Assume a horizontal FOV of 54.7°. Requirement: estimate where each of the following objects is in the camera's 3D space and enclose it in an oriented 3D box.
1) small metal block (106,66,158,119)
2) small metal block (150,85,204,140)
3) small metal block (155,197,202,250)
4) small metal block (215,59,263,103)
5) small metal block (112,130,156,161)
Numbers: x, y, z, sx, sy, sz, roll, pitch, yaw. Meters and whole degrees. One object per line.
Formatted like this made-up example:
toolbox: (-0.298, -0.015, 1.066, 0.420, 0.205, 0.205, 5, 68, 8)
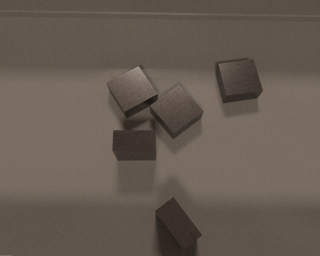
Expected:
small metal block: (-0.038, -0.049, 0.427, 0.050, 0.025, 0.050, -30, 73, -11)
small metal block: (0.022, -0.021, 0.418, 0.050, 0.025, 0.050, -37, 74, -13)
small metal block: (0.020, 0.110, 0.356, 0.025, 0.050, 0.050, -35, 74, -12)
small metal block: (0.110, -0.066, 0.435, 0.050, 0.025, 0.050, -8, 70, -4)
small metal block: (-0.030, 0.023, 0.388, 0.050, 0.050, 0.025, 0, 70, -1)
